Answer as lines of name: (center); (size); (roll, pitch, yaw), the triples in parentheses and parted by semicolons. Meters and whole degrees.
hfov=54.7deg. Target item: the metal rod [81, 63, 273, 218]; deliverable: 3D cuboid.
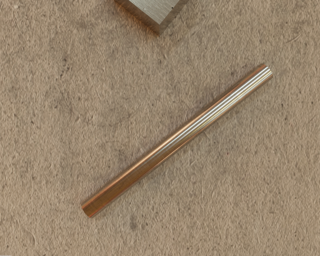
metal rod: (0.023, 0.017, 0.410); (0.300, 0.025, 0.025); (-38, 90, 0)

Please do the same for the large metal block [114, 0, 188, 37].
large metal block: (-0.007, -0.180, 0.397); (0.080, 0.050, 0.080); (39, 90, 0)
